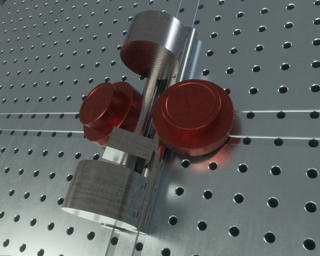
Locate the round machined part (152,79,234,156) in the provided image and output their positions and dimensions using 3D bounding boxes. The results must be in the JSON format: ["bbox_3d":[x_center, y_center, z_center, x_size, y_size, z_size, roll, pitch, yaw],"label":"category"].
[{"bbox_3d":[0.039,-0.019,0.372,0.098,0.042,0.098,-4,62,9],"label":"round machined part"}]

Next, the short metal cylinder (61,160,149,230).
[{"bbox_3d":[-0.057,0.072,0.331,0.080,0.080,0.050,1,62,28],"label":"short metal cylinder"}]

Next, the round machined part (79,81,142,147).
[{"bbox_3d":[-0.075,-0.025,0.437,0.098,0.042,0.098,-24,48,30],"label":"round machined part"}]

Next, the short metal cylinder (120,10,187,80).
[{"bbox_3d":[-0.008,-0.109,0.415,0.080,0.080,0.050,1,62,28],"label":"short metal cylinder"}]

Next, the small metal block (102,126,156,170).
[{"bbox_3d":[-0.038,0.025,0.367,0.050,0.050,0.025,20,66,-9],"label":"small metal block"}]

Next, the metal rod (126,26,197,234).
[{"bbox_3d":[0.009,-0.015,0.412,0.025,0.025,0.300,1,62,29],"label":"metal rod"}]

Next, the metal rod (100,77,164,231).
[{"bbox_3d":[-0.023,-0.013,0.427,0.025,0.025,0.300,1,62,29],"label":"metal rod"}]
